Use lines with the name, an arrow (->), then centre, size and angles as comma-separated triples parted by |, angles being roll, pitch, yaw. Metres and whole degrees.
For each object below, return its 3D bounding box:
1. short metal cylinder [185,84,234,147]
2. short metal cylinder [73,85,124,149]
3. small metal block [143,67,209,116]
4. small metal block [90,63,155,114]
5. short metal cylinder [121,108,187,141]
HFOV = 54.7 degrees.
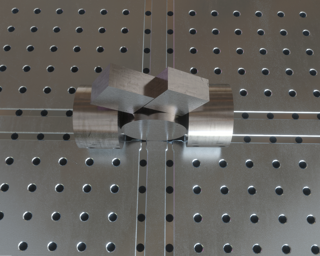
short metal cylinder -> 0.059, -0.015, 0.388 | 0.050, 0.080, 0.080 | 0, 70, 1
short metal cylinder -> -0.072, -0.014, 0.386 | 0.050, 0.080, 0.080 | 1, 70, 1
small metal block -> 0.017, -0.037, 0.330 | 0.050, 0.050, 0.025 | 12, 67, -29
small metal block -> -0.040, -0.040, 0.326 | 0.050, 0.050, 0.025 | 12, 67, -29
short metal cylinder -> -0.007, -0.019, 0.389 | 0.081, 0.080, 0.050 | 1, 70, 0
